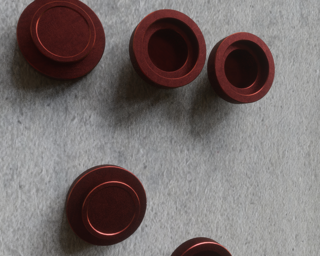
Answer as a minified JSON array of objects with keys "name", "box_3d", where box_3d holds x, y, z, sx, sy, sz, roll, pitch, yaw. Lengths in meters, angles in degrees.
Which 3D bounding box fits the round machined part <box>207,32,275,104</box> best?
[{"name":"round machined part","box_3d":[0.110,-0.082,0.442,0.099,0.042,0.097,0,90,-21]}]

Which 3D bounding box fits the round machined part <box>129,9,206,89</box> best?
[{"name":"round machined part","box_3d":[0.007,-0.099,0.403,0.099,0.042,0.097,0,90,-21]}]

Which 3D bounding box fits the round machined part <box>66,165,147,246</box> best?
[{"name":"round machined part","box_3d":[-0.063,0.095,0.378,0.099,0.042,0.097,0,90,-21]}]

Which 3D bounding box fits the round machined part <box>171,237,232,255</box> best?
[{"name":"round machined part","box_3d":[0.050,0.197,0.420,0.099,0.042,0.097,0,90,-21]}]

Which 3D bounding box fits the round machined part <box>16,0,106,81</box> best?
[{"name":"round machined part","box_3d":[-0.112,-0.106,0.359,0.099,0.042,0.097,0,90,-21]}]
